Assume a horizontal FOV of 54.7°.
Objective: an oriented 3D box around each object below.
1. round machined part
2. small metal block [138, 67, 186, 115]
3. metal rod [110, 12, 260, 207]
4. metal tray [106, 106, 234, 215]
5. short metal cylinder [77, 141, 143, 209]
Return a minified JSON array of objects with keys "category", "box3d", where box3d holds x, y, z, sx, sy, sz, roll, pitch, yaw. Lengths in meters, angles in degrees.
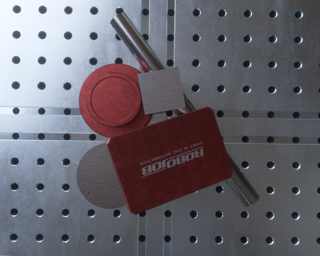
[{"category":"round machined part","box3d":[-0.056,-0.035,0.400,0.099,0.042,0.097,0,90,1]},{"category":"small metal block","box3d":[0.003,-0.046,0.386,0.050,0.025,0.050,-10,93,5]},{"category":"metal rod","box3d":[0.033,-0.024,0.410,0.025,0.025,0.299,-36,90,0]},{"category":"metal tray","box3d":[0.012,0.036,0.369,0.131,0.030,0.090,-18,90,-13]},{"category":"short metal cylinder","box3d":[-0.060,0.057,0.396,0.081,0.050,0.079,0,90,0]}]
